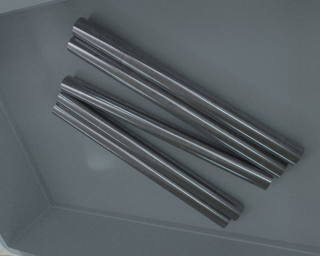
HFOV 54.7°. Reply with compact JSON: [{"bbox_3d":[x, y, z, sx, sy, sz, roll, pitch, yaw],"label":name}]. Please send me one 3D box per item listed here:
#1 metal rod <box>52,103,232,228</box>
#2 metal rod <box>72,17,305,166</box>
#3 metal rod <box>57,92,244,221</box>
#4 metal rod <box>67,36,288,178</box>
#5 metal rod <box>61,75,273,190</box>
[{"bbox_3d":[-0.029,0.050,0.453,0.301,0.025,0.025,33,129,6],"label":"metal rod"},{"bbox_3d":[0.027,-0.047,0.364,0.301,0.025,0.025,32,129,7],"label":"metal rod"},{"bbox_3d":[-0.017,0.035,0.438,0.301,0.025,0.025,33,129,6],"label":"metal rod"},{"bbox_3d":[0.016,-0.030,0.380,0.301,0.025,0.025,32,129,7],"label":"metal rod"},{"bbox_3d":[0.001,0.001,0.407,0.301,0.025,0.025,26,128,12],"label":"metal rod"}]
